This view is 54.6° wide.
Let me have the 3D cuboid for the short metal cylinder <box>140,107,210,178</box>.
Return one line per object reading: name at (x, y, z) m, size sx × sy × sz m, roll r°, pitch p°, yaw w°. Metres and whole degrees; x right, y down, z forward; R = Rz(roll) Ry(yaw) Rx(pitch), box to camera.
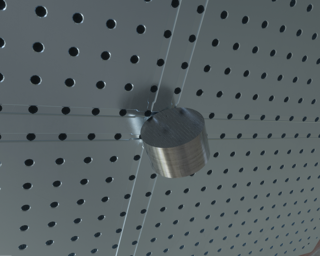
short metal cylinder at (0.020, 0.017, 0.396) m, size 0.080 × 0.080 × 0.050 m, roll -25°, pitch 127°, yaw -13°
